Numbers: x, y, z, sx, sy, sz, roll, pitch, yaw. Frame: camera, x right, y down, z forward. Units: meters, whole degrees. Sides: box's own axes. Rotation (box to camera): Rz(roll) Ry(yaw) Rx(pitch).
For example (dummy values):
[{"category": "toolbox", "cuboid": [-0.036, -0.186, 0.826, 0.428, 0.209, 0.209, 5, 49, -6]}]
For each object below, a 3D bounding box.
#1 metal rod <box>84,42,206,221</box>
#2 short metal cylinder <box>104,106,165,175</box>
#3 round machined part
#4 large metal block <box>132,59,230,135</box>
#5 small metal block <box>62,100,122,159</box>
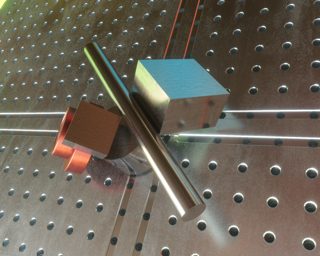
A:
[{"category": "metal rod", "cuboid": [-0.035, -0.021, 0.370, 0.025, 0.025, 0.300, -37, 51, 3]}, {"category": "short metal cylinder", "cuboid": [-0.040, 0.014, 0.399, 0.080, 0.050, 0.080, -13, 56, 21]}, {"category": "round machined part", "cuboid": [-0.113, 0.010, 0.413, 0.097, 0.042, 0.098, -52, 27, 40]}, {"category": "large metal block", "cuboid": [0.021, -0.041, 0.373, 0.081, 0.050, 0.080, -8, 44, -30]}, {"category": "small metal block", "cuboid": [-0.079, 0.003, 0.360, 0.025, 0.050, 0.050, -34, 35, 61]}]
